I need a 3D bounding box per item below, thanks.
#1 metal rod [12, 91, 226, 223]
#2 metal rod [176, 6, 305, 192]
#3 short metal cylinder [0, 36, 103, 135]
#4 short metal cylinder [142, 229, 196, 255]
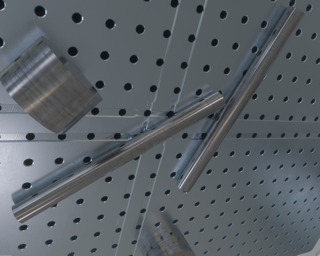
[{"bbox_3d":[-0.046,0.033,0.406,0.301,0.025,0.025,-30,129,-10],"label":"metal rod"},{"bbox_3d":[0.109,-0.031,0.450,0.025,0.025,0.298,20,108,-36],"label":"metal rod"},{"bbox_3d":[-0.101,-0.040,0.296,0.050,0.080,0.080,-42,129,0],"label":"short metal cylinder"},{"bbox_3d":[0.016,0.225,0.542,0.081,0.050,0.079,-14,124,-21],"label":"short metal cylinder"}]
